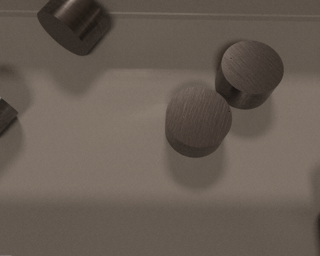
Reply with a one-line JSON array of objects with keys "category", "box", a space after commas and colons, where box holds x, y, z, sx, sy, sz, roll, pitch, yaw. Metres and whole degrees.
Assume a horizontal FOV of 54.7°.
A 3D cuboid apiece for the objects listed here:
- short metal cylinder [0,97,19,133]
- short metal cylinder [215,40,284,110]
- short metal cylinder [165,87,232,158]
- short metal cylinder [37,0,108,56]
[{"category": "short metal cylinder", "box": [-0.229, -0.026, 0.387, 0.080, 0.080, 0.050, 33, 73, 11]}, {"category": "short metal cylinder", "box": [0.120, -0.071, 0.424, 0.081, 0.050, 0.080, 0, 70, 0]}, {"category": "short metal cylinder", "box": [0.047, -0.006, 0.399, 0.081, 0.050, 0.080, 0, 70, 0]}, {"category": "short metal cylinder", "box": [-0.121, -0.148, 0.433, 0.080, 0.080, 0.050, 31, 73, 10]}]
